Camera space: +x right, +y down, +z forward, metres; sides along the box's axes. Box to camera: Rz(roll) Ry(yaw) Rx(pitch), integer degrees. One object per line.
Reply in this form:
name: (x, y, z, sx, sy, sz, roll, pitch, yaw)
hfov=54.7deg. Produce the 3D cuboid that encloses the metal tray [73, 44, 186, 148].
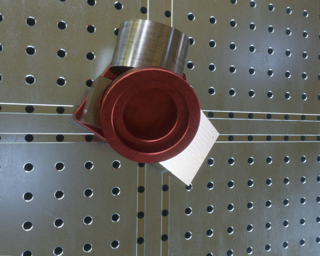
metal tray: (-0.037, -0.040, 0.398, 0.090, 0.030, 0.130, 36, 78, -17)

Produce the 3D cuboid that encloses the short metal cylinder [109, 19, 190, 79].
short metal cylinder: (-0.011, -0.080, 0.348, 0.081, 0.080, 0.050, 14, 85, -20)

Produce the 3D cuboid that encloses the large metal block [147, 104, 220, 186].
large metal block: (0.020, 0.015, 0.389, 0.080, 0.050, 0.080, -58, 138, -11)

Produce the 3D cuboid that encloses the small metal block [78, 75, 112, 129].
small metal block: (-0.067, -0.026, 0.342, 0.025, 0.050, 0.050, 21, 83, -19)

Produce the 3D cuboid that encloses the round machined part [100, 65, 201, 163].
round machined part: (-0.011, -0.016, 0.321, 0.099, 0.042, 0.097, -3, 110, -8)
